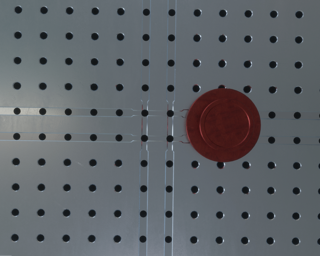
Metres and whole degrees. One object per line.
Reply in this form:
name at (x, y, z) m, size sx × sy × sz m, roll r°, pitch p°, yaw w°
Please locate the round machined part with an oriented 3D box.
round machined part at (0.083, -0.004, 0.405) m, size 0.099 × 0.042 × 0.097 m, roll 0°, pitch 90°, yaw 0°
